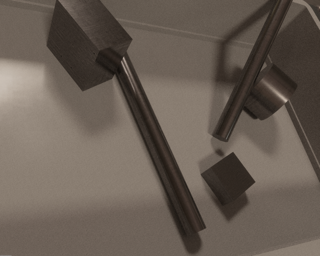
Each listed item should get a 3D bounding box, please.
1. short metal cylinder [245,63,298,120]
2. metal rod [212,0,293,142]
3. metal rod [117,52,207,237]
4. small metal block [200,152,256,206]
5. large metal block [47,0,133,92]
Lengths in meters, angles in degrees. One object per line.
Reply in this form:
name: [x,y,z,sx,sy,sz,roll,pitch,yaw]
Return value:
short metal cylinder: [0.172,-0.059,0.502,0.050,0.080,0.080,41,51,-1]
metal rod: [0.154,-0.116,0.478,0.025,0.025,0.299,29,79,-10]
metal rod: [-0.016,-0.009,0.403,0.025,0.025,0.299,-12,68,-33]
small metal block: [0.092,0.067,0.416,0.050,0.025,0.050,-27,77,-37]
large metal block: [-0.091,-0.107,0.387,0.050,0.080,0.080,-33,81,-38]
